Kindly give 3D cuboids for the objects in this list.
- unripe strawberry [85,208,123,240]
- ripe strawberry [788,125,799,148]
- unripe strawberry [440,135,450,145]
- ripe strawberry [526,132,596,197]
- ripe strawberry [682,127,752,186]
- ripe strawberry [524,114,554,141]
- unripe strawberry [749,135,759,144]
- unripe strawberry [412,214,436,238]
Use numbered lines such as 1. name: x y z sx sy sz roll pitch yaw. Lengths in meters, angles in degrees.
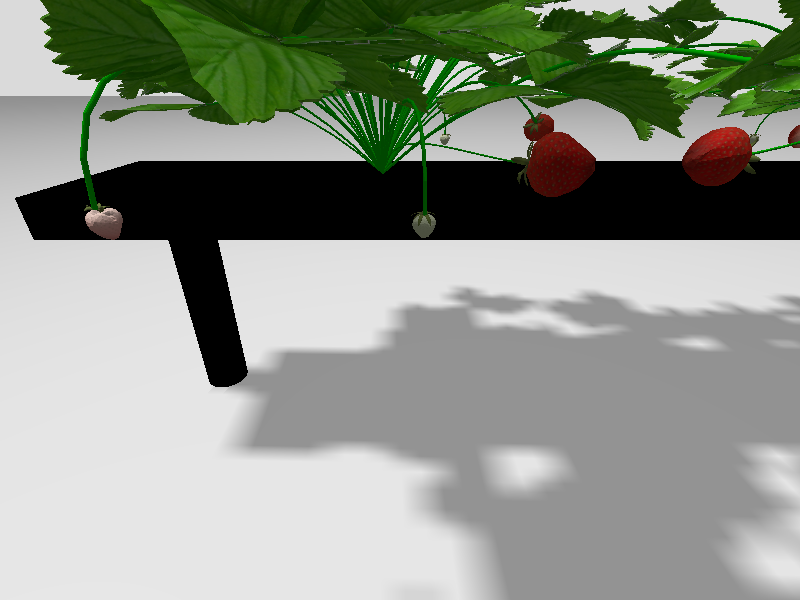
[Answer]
1. unripe strawberry: -0.123 -0.032 0.167 0.014 0.013 0.013 15 32 26
2. ripe strawberry: 0.468 -0.192 0.466 0.025 0.029 0.027 6 28 11
3. unripe strawberry: 0.051 -0.183 0.456 0.011 0.011 0.010 13 31 22
4. ripe strawberry: 0.109 -0.090 0.269 0.042 0.041 0.039 16 32 26
5. ripe strawberry: 0.229 -0.105 0.295 0.043 0.042 0.040 -6 29 -10
6. ripe strawberry: 0.177 -0.215 0.505 0.037 0.031 0.037 25 9 38
7. unripe strawberry: 0.400 -0.181 0.453 0.011 0.011 0.010 -7 29 -13
8. unripe strawberry: 0.011 -0.034 0.186 0.011 0.011 0.010 -4 29 -8
